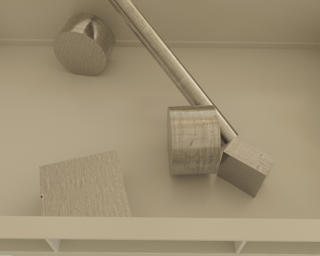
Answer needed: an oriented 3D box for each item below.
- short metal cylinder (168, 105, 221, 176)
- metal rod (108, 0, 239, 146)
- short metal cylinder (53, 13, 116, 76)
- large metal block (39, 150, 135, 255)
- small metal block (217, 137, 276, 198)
[{"bbox_3d":[0.036,0.014,0.358,0.050,0.080,0.080,-2,50,-2],"label":"short metal cylinder"},{"bbox_3d":[0.001,-0.102,0.417,0.025,0.025,0.299,-33,81,-25],"label":"metal rod"},{"bbox_3d":[-0.114,-0.127,0.474,0.080,0.080,0.050,8,51,6],"label":"short metal cylinder"},{"bbox_3d":[-0.076,0.077,0.323,0.081,0.050,0.080,-12,51,-10],"label":"large metal block"},{"bbox_3d":[0.096,0.045,0.352,0.050,0.050,0.025,30,56,22],"label":"small metal block"}]
